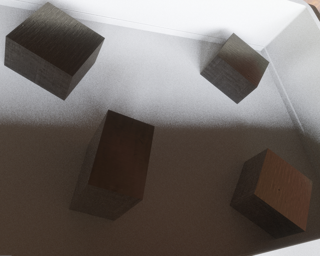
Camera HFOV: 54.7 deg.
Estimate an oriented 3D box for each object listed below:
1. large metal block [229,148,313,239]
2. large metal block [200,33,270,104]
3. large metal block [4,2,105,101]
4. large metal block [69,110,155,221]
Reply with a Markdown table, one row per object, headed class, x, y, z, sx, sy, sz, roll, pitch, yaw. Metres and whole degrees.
| class | x | y | z | sx | sy | sz | roll | pitch | yaw |
| --- | --- | --- | --- | --- | --- | --- | --- | --- | --- |
| large metal block | 0.152 | 0.089 | 0.420 | 0.080 | 0.050 | 0.080 | 36 | 51 | -4 |
| large metal block | 0.127 | -0.101 | 0.522 | 0.080 | 0.050 | 0.080 | 39 | 51 | -3 |
| large metal block | -0.127 | -0.094 | 0.379 | 0.080 | 0.050 | 0.080 | 32 | 51 | -8 |
| large metal block | -0.050 | 0.041 | 0.319 | 0.050 | 0.080 | 0.080 | 20 | 54 | -17 |
